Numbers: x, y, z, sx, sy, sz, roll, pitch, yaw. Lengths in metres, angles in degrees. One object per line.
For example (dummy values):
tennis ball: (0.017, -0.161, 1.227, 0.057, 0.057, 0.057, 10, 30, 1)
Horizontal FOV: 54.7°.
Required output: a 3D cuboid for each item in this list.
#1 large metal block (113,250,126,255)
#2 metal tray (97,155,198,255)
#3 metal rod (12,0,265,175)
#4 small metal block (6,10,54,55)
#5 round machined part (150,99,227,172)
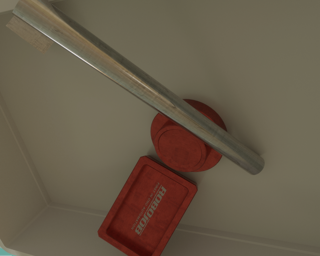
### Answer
large metal block: (-0.046, 0.280, 0.590, 0.080, 0.050, 0.079, 3, 120, 26)
metal tray: (-0.016, 0.115, 0.436, 0.090, 0.030, 0.130, 30, 90, 9)
metal rod: (0.004, -0.027, 0.311, 0.301, 0.025, 0.025, 33, 133, -26)
small metal block: (-0.160, -0.121, 0.387, 0.050, 0.050, 0.025, 38, 91, -29)
round machined part: (0.032, 0.016, 0.390, 0.098, 0.042, 0.097, 13, 124, 20)
